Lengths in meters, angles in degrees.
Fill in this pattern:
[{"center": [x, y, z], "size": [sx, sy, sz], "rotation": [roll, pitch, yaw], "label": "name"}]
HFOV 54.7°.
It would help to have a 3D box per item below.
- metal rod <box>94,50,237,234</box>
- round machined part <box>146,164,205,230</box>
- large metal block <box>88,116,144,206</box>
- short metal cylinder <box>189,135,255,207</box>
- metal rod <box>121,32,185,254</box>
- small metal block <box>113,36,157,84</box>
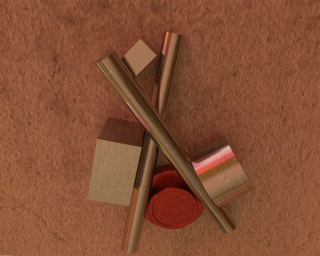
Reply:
[{"center": [0.021, 0.035, 0.388], "size": [0.025, 0.025, 0.299], "rotation": [-31, 116, 10], "label": "metal rod"}, {"center": [0.017, 0.104, 0.441], "size": [0.099, 0.042, 0.097], "rotation": [0, 110, -1], "label": "round machined part"}, {"center": [-0.054, 0.039, 0.396], "size": [0.050, 0.080, 0.079], "rotation": [11, 110, -5], "label": "large metal block"}, {"center": [0.081, 0.056, 0.404], "size": [0.050, 0.080, 0.080], "rotation": [-30, 108, 10], "label": "short metal cylinder"}, {"center": [-0.013, 0.029, 0.405], "size": [0.025, 0.025, 0.298], "rotation": [11, 104, -5], "label": "metal rod"}, {"center": [-0.030, -0.080, 0.367], "size": [0.050, 0.050, 0.025], "rotation": [-43, 105, 14], "label": "small metal block"}]
